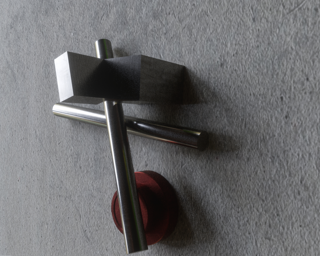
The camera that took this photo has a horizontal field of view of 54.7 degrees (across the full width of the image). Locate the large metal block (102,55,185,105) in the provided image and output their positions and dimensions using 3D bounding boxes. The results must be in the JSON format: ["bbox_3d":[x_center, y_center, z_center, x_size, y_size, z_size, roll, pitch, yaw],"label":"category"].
[{"bbox_3d":[-0.026,-0.056,0.389,0.080,0.081,0.050,4,93,39],"label":"large metal block"}]

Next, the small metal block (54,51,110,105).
[{"bbox_3d":[-0.089,-0.055,0.355,0.025,0.050,0.050,-18,79,38],"label":"small metal block"}]

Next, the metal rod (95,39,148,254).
[{"bbox_3d":[-0.056,0.007,0.411,0.025,0.025,0.299,-30,61,35],"label":"metal rod"}]

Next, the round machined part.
[{"bbox_3d":[-0.027,0.108,0.414,0.098,0.042,0.097,0,90,39],"label":"round machined part"}]

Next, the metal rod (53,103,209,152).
[{"bbox_3d":[-0.064,-0.009,0.455,0.300,0.025,0.025,12,98,39],"label":"metal rod"}]
